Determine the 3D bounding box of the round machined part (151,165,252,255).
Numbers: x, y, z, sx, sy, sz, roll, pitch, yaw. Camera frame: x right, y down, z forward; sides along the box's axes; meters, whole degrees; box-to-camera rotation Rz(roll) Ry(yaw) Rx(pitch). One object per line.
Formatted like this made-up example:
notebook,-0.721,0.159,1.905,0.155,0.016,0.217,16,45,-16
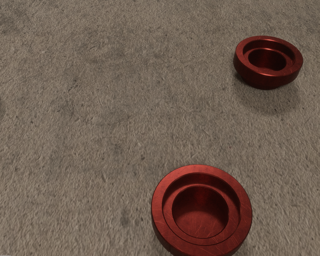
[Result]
round machined part,0.040,0.090,0.317,0.099,0.042,0.098,0,50,0

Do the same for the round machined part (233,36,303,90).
round machined part,0.162,-0.096,0.475,0.099,0.042,0.098,0,50,0
